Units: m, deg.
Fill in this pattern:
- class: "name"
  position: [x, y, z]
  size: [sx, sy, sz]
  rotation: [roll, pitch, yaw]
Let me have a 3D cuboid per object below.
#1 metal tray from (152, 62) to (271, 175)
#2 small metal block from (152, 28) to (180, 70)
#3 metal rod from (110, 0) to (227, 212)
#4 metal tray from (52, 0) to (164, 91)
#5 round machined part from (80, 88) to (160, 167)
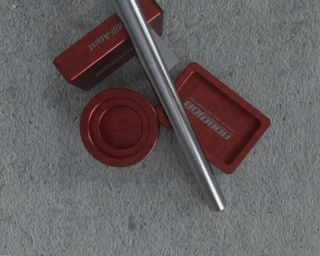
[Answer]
- class: "metal tray"
  position: [0.066, -0.012, 0.409]
  size: [0.130, 0.030, 0.090]
  rotation: [38, 90, -1]
- class: "small metal block"
  position: [-0.005, -0.096, 0.394]
  size: [0.025, 0.050, 0.050]
  rotation: [-43, 105, 2]
- class: "metal rod"
  position: [0.016, -0.021, 0.358]
  size: [0.025, 0.025, 0.299]
  rotation: [-26, 112, 0]
- class: "metal tray"
  position: [-0.057, -0.099, 0.377]
  size: [0.130, 0.090, 0.030]
  rotation: [-37, 90, 0]
- class: "round machined part"
  position: [-0.048, -0.001, 0.398]
  size: [0.099, 0.042, 0.097]
  rotation: [0, 93, 5]
